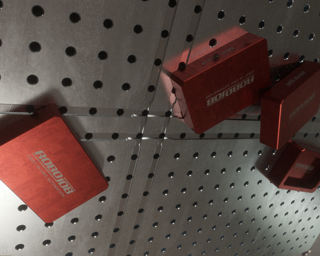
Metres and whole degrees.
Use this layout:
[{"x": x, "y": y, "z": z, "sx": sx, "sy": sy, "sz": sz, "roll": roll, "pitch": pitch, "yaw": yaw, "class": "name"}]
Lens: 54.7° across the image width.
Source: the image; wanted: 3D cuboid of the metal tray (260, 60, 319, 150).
[{"x": 0.204, "y": -0.037, "z": 0.475, "sx": 0.131, "sy": 0.030, "sz": 0.089, "roll": -34, "pitch": 132, "yaw": -29, "class": "metal tray"}]

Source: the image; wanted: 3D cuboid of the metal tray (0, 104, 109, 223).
[{"x": -0.129, "y": 0.046, "z": 0.367, "sx": 0.090, "sy": 0.030, "sz": 0.130, "roll": -31, "pitch": 129, "yaw": -9, "class": "metal tray"}]

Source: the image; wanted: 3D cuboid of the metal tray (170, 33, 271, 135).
[{"x": 0.087, "y": -0.059, "z": 0.421, "sx": 0.131, "sy": 0.030, "sz": 0.090, "roll": -30, "pitch": 129, "yaw": -10, "class": "metal tray"}]

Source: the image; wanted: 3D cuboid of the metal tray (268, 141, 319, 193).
[{"x": 0.285, "y": 0.081, "z": 0.617, "sx": 0.131, "sy": 0.030, "sz": 0.089, "roll": 14, "pitch": 111, "yaw": -34, "class": "metal tray"}]
